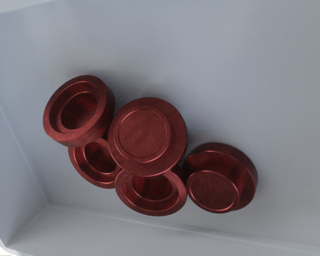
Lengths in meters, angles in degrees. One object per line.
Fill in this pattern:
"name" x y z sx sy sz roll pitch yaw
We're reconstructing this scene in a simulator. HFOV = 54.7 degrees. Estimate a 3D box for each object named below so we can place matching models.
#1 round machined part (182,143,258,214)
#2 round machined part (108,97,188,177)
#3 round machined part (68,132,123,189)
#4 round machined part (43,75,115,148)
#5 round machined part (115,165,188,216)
"round machined part" 0.073 0.071 0.400 0.098 0.042 0.097 13 124 20
"round machined part" -0.017 0.009 0.373 0.098 0.042 0.097 -2 79 10
"round machined part" -0.083 0.039 0.461 0.098 0.042 0.097 13 124 20
"round machined part" -0.102 -0.019 0.413 0.098 0.098 0.042 3 155 26
"round machined part" -0.009 0.074 0.429 0.099 0.042 0.097 6 125 8
